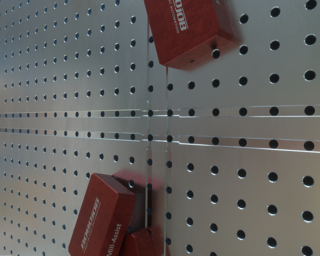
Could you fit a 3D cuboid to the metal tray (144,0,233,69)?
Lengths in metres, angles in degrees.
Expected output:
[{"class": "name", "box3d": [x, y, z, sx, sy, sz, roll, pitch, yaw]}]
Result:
[{"class": "metal tray", "box3d": [0.028, -0.151, 0.384, 0.090, 0.030, 0.129, -22, 76, 38]}]

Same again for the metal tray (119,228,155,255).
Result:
[{"class": "metal tray", "box3d": [-0.041, 0.218, 0.442, 0.090, 0.030, 0.130, -25, 74, 37]}]

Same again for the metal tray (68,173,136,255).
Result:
[{"class": "metal tray", "box3d": [-0.087, 0.141, 0.452, 0.090, 0.030, 0.129, 21, 94, 53]}]
